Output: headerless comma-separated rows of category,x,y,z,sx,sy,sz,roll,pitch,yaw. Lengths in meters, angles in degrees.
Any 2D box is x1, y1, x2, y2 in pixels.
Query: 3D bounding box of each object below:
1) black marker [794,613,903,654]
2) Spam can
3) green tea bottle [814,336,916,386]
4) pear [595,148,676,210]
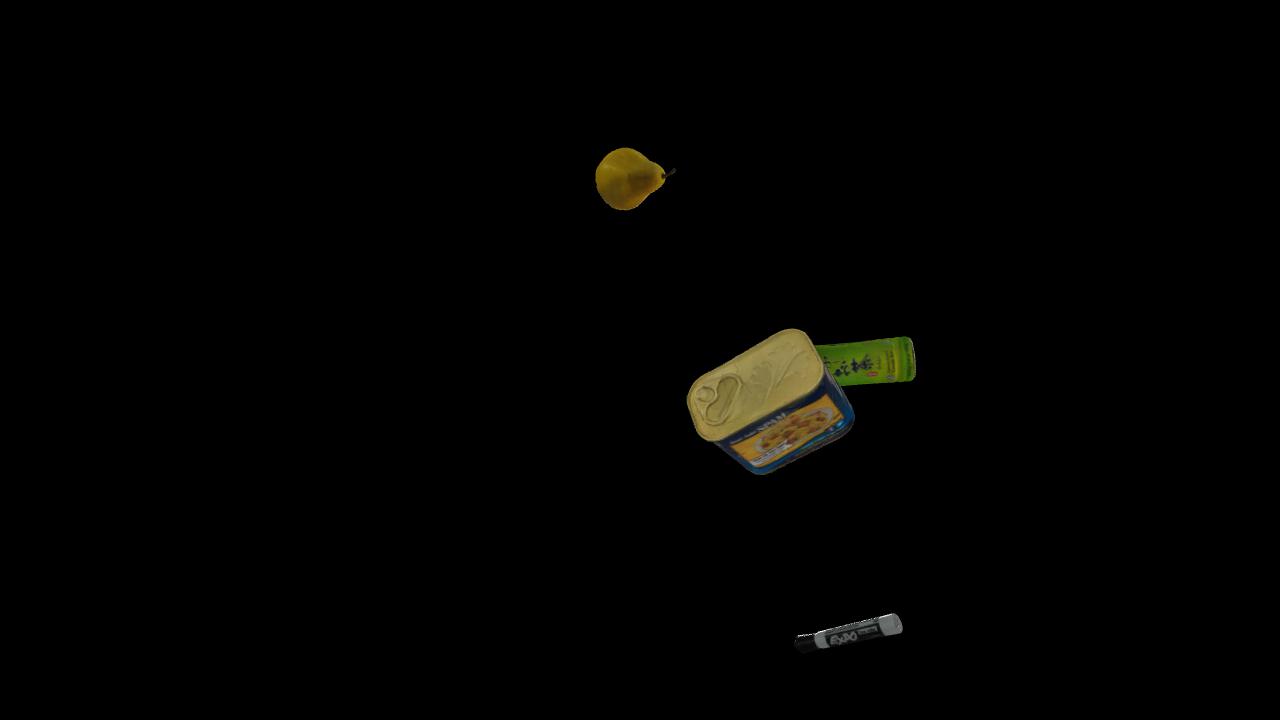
black marker,0.214,0.288,0.643,0.121,0.020,0.020,-33,-20,35
Spam can,0.101,0.036,0.461,0.101,0.058,0.085,-31,-43,18
green tea bottle,0.309,0.009,0.951,0.212,0.073,0.073,-8,-2,15
pear,-0.003,-0.229,0.786,0.111,0.080,0.080,23,15,40
